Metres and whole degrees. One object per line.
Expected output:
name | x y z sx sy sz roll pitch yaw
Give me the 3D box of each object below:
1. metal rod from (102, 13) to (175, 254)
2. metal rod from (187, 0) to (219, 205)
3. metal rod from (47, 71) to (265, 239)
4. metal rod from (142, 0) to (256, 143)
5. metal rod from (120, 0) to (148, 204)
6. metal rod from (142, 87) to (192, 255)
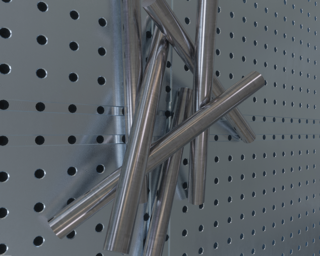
metal rod | -0.016 -0.018 0.351 0.025 0.025 0.300 31 58 -36
metal rod | 0.054 -0.034 0.402 0.025 0.025 0.298 -17 117 -39
metal rod | 0.009 0.020 0.362 0.301 0.025 0.025 -36 113 -16
metal rod | 0.072 -0.063 0.440 0.300 0.025 0.025 44 63 -40
metal rod | -0.033 -0.058 0.380 0.025 0.025 0.298 -4 92 -40
metal rod | 0.006 0.091 0.413 0.025 0.025 0.299 20 77 -38
